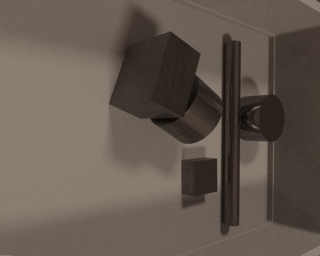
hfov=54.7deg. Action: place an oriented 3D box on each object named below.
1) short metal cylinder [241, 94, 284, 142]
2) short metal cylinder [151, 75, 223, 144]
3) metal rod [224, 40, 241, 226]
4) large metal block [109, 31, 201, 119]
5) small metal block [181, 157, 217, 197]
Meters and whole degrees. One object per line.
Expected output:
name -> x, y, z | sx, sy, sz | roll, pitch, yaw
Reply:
short metal cylinder -> 0.172, -0.017, 0.538 | 0.081, 0.050, 0.079 | 0, 90, -40
short metal cylinder -> 0.033, -0.026, 0.401 | 0.050, 0.080, 0.080 | 36, 68, -35
metal rod -> 0.119, 0.008, 0.509 | 0.025, 0.025, 0.298 | 1, 90, -40
large metal block -> -0.007, -0.058, 0.367 | 0.050, 0.080, 0.080 | 26, 74, -38
small metal block -> 0.059, 0.071, 0.459 | 0.050, 0.025, 0.050 | -1, 91, -40
